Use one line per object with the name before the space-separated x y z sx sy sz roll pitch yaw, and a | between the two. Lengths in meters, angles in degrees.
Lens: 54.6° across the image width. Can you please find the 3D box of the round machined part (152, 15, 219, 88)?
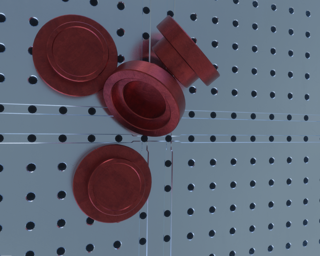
round machined part | 0.027 -0.089 0.390 0.042 0.098 0.098 -40 105 12

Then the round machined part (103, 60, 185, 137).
round machined part | -0.015 -0.039 0.375 0.098 0.098 0.042 44 47 -15

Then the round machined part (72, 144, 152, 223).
round machined part | -0.057 0.069 0.383 0.099 0.042 0.097 0 90 -20

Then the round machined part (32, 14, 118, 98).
round machined part | -0.098 -0.086 0.367 0.099 0.042 0.097 0 90 -20
